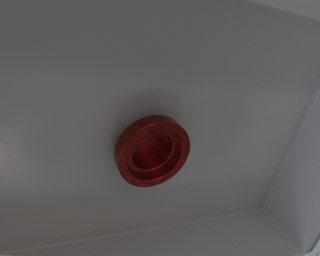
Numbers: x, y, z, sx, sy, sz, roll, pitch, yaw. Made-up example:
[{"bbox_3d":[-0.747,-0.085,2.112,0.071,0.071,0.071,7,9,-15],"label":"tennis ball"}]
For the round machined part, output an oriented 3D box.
[{"bbox_3d":[-0.013,0.026,0.406,0.099,0.042,0.097,-14,124,-21],"label":"round machined part"}]
